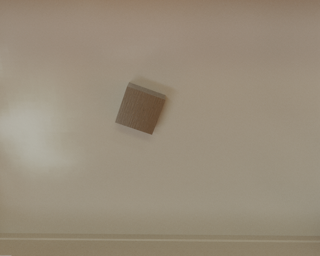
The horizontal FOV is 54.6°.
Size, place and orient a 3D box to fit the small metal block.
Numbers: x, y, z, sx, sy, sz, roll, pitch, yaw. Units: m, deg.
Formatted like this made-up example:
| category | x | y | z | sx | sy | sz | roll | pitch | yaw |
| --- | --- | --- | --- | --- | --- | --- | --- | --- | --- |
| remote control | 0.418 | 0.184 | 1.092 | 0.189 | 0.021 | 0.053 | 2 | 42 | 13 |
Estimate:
| category | x | y | z | sx | sy | sz | roll | pitch | yaw |
| --- | --- | --- | --- | --- | --- | --- | --- | --- | --- |
| small metal block | -0.025 | -0.025 | 0.402 | 0.050 | 0.025 | 0.050 | 19 | 109 | -7 |
